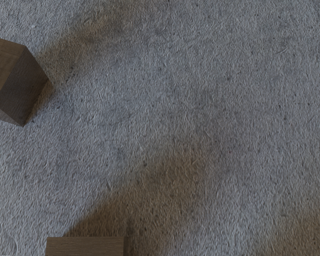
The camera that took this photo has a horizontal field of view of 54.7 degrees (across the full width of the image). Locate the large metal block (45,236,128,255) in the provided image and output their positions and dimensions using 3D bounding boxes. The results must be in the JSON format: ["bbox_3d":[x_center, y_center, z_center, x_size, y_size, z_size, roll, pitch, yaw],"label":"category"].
[{"bbox_3d":[-0.078,0.160,0.336,0.081,0.050,0.080,0,70,0],"label":"large metal block"}]

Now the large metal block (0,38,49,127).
[{"bbox_3d":[-0.197,-0.057,0.398,0.050,0.080,0.080,17,71,6],"label":"large metal block"}]
